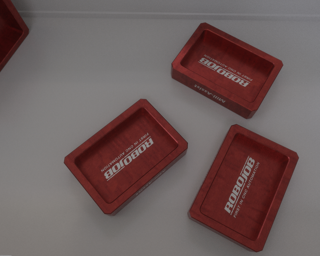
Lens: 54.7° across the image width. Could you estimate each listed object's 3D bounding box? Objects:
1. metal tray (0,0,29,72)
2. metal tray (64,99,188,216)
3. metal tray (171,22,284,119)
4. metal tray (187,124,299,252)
[{"bbox_3d":[-0.240,-0.114,0.415,0.030,0.090,0.130,24,72,8],"label":"metal tray"},{"bbox_3d":[-0.041,0.035,0.393,0.130,0.030,0.090,-39,75,-13],"label":"metal tray"},{"bbox_3d":[0.092,-0.083,0.437,0.130,0.030,0.090,31,73,10],"label":"metal tray"},{"bbox_3d":[0.102,0.071,0.381,0.090,0.030,0.130,27,72,9],"label":"metal tray"}]
